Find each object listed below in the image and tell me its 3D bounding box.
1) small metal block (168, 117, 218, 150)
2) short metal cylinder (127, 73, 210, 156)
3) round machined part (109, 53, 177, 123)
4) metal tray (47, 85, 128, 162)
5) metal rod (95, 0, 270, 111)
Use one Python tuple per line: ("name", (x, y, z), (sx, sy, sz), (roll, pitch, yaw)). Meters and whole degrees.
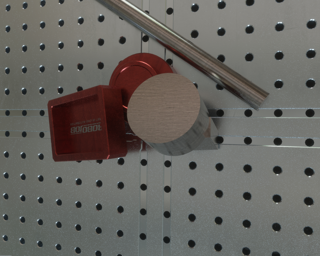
("small metal block", (0.042, 0.009, 0.381), (0.050, 0.050, 0.025), (-3, 69, 19))
("short metal cylinder", (0.011, -0.014, 0.344), (0.080, 0.050, 0.080), (-7, 68, 18))
("round machined part", (-0.026, -0.052, 0.412), (0.098, 0.042, 0.097), (0, 90, 20))
("metal tray", (-0.102, -0.002, 0.419), (0.130, 0.030, 0.089), (-8, 88, 41))
("metal rod", (0.009, -0.120, 0.408), (0.300, 0.025, 0.025), (38, 102, 15))
